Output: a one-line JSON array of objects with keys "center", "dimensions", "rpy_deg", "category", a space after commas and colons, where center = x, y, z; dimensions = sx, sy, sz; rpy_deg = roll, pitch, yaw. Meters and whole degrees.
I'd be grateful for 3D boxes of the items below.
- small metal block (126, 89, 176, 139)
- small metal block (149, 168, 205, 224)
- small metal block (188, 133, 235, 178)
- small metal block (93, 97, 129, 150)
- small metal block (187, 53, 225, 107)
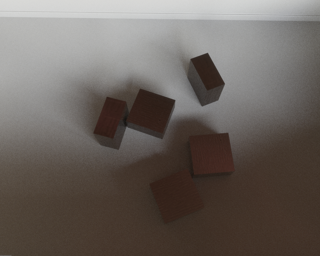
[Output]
[{"center": [-0.012, -0.019, 0.416], "dimensions": [0.050, 0.025, 0.050], "rpy_deg": [19, 71, 6], "category": "small metal block"}, {"center": [0.020, 0.084, 0.379], "dimensions": [0.050, 0.025, 0.050], "rpy_deg": [-21, 71, -8], "category": "small metal block"}, {"center": [0.064, 0.036, 0.397], "dimensions": [0.050, 0.025, 0.050], "rpy_deg": [-5, 70, -2], "category": "small metal block"}, {"center": [-0.060, -0.005, 0.398], "dimensions": [0.025, 0.050, 0.050], "rpy_deg": [15, 71, 5], "category": "small metal block"}, {"center": [0.061, -0.064, 0.420], "dimensions": [0.025, 0.050, 0.050], "rpy_deg": [-22, 72, -7], "category": "small metal block"}]
